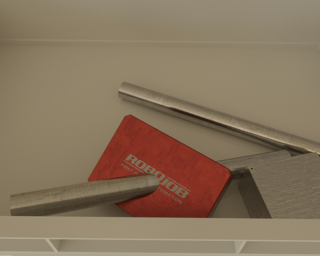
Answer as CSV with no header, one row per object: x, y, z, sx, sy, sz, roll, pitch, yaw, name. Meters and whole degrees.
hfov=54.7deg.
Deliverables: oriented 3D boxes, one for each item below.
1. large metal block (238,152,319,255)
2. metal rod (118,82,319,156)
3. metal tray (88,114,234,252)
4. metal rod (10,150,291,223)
0.139,0.078,0.325,0.081,0.050,0.080,-9,51,-8,large metal block
0.083,-0.008,0.412,0.301,0.025,0.025,19,53,15,metal rod
-0.001,0.054,0.328,0.130,0.030,0.090,29,88,21,metal tray
0.009,0.056,0.327,0.303,0.025,0.025,-7,50,-18,metal rod
